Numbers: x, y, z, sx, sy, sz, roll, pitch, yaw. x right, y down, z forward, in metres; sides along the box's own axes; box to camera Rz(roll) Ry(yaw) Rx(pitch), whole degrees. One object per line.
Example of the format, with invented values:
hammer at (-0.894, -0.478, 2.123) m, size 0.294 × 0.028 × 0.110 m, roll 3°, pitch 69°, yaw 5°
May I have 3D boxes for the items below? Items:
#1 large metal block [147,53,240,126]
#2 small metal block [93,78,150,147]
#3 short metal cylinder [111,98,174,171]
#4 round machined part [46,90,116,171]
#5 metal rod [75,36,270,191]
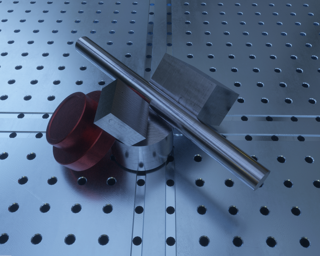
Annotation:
large metal block at (0.044, -0.047, 0.399) m, size 0.080 × 0.050 × 0.080 m, roll 39°, pitch 17°, yaw 27°
small metal block at (-0.039, -0.016, 0.332) m, size 0.025 × 0.050 × 0.050 m, roll -27°, pitch 42°, yaw 32°
short metal cylinder at (-0.023, 0.005, 0.381) m, size 0.081 × 0.050 × 0.080 m, roll 0°, pitch 50°, yaw 0°
round machined part at (-0.094, -0.003, 0.360) m, size 0.098 × 0.042 × 0.098 m, roll -24°, pitch 48°, yaw 30°
metal rod at (-0.005, -0.033, 0.366) m, size 0.025 × 0.025 × 0.300 m, roll -36°, pitch 59°, yaw -26°
